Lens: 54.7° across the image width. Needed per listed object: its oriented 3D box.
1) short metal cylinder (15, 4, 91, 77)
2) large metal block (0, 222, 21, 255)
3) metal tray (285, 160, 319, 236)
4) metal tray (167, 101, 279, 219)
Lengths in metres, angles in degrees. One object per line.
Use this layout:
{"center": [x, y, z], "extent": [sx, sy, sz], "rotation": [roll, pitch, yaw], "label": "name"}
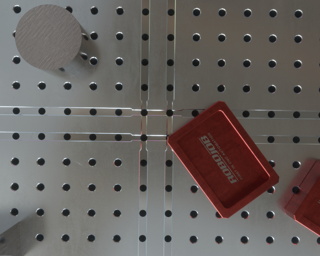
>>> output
{"center": [-0.135, -0.110, 0.400], "extent": [0.081, 0.050, 0.079], "rotation": [0, 90, 0], "label": "short metal cylinder"}
{"center": [-0.232, 0.156, 0.384], "extent": [0.081, 0.080, 0.050], "rotation": [-4, 90, 0], "label": "large metal block"}
{"center": [0.249, 0.114, 0.412], "extent": [0.130, 0.030, 0.090], "rotation": [33, 90, 0], "label": "metal tray"}
{"center": [0.081, 0.041, 0.411], "extent": [0.090, 0.030, 0.130], "rotation": [-36, 90, 0], "label": "metal tray"}
